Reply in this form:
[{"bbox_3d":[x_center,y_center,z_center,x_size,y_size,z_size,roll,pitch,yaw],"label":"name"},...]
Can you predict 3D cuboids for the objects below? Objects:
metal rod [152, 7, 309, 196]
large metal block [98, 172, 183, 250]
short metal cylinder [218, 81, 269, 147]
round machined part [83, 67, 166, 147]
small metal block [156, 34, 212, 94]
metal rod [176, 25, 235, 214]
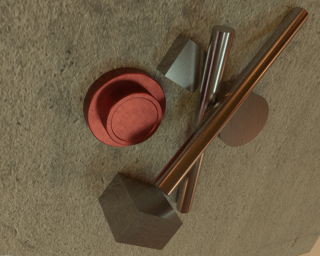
[{"bbox_3d":[0.095,-0.042,0.383,0.300,0.025,0.025,-50,131,-14],"label":"metal rod"},{"bbox_3d":[-0.028,0.115,0.429,0.080,0.080,0.050,28,103,-38],"label":"large metal block"},{"bbox_3d":[0.104,-0.020,0.437,0.081,0.050,0.079,-14,125,-21],"label":"short metal cylinder"},{"bbox_3d":[-0.037,-0.018,0.366,0.099,0.042,0.097,-14,125,-21],"label":"round machined part"},{"bbox_3d":[0.032,-0.078,0.378,0.050,0.025,0.050,26,104,-37],"label":"small metal block"},{"bbox_3d":[0.055,0.012,0.425,0.025,0.025,0.298,-11,129,-23],"label":"metal rod"}]
